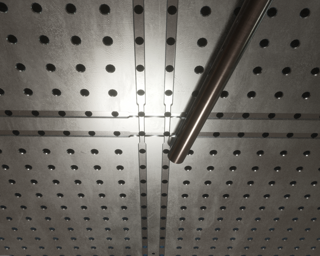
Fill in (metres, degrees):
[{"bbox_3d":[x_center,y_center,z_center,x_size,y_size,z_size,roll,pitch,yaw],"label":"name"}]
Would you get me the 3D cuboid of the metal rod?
[{"bbox_3d":[0.071,-0.065,0.357,0.025,0.025,0.298,14,129,-12],"label":"metal rod"}]
